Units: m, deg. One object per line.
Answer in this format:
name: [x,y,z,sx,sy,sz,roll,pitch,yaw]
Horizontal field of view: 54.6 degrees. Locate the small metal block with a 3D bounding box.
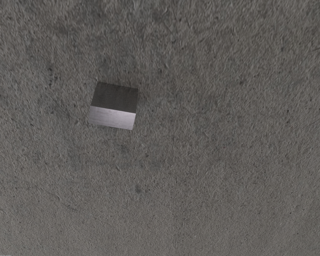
small metal block: [-0.054,-0.027,0.367,0.050,0.050,0.025,10,129,-8]
